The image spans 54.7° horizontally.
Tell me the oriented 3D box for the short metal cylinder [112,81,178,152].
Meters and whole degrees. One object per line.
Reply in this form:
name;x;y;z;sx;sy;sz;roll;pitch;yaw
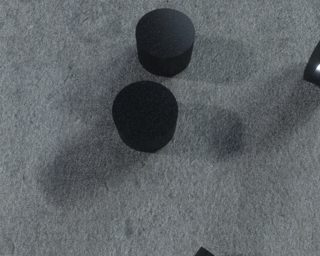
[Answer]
short metal cylinder;-0.018;-0.014;0.400;0.081;0.050;0.080;0;70;0

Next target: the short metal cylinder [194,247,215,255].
short metal cylinder;0.059;0.170;0.318;0.080;0.080;0.050;38;74;12

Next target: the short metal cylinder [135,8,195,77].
short metal cylinder;0.007;-0.120;0.439;0.081;0.050;0.080;0;70;0

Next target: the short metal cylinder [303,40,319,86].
short metal cylinder;0.238;-0.092;0.416;0.050;0.080;0.080;24;72;8
